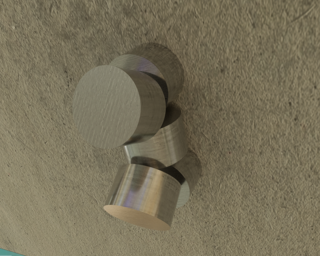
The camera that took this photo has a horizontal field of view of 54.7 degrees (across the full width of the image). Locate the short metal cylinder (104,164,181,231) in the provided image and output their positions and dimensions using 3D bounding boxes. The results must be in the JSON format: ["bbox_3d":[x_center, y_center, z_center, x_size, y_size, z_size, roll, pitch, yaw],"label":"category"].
[{"bbox_3d":[-0.020,0.084,0.369,0.080,0.050,0.080,14,151,8],"label":"short metal cylinder"}]

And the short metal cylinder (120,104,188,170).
[{"bbox_3d":[-0.009,0.009,0.384,0.080,0.080,0.050,2,119,27],"label":"short metal cylinder"}]

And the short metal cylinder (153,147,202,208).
[{"bbox_3d":[0.012,0.063,0.425,0.080,0.050,0.079,13,124,21],"label":"short metal cylinder"}]

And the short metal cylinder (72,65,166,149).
[{"bbox_3d":[-0.041,-0.021,0.317,0.080,0.050,0.079,2,94,27],"label":"short metal cylinder"}]

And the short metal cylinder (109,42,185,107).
[{"bbox_3d":[-0.017,-0.056,0.367,0.080,0.050,0.079,13,124,21],"label":"short metal cylinder"}]
